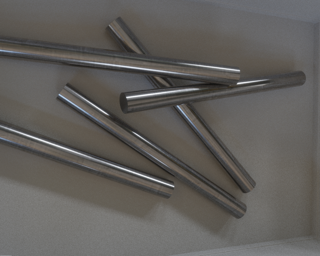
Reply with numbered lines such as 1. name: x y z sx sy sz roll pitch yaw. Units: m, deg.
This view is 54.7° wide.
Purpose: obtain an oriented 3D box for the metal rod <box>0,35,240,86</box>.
1. metal rod: -0.048 -0.080 0.371 0.302 0.025 0.025 5 89 -13

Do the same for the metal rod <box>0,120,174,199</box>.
1. metal rod: -0.119 0.029 0.367 0.302 0.025 0.025 23 83 -19

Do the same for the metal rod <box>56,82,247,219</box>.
1. metal rod: 0.001 0.039 0.411 0.301 0.025 0.025 35 79 -17

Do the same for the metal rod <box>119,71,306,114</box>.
1. metal rod: 0.090 -0.054 0.426 0.303 0.025 0.025 -11 94 -27

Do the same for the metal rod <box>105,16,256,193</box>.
1. metal rod: 0.036 -0.022 0.425 0.025 0.025 0.300 -45 104 -15
